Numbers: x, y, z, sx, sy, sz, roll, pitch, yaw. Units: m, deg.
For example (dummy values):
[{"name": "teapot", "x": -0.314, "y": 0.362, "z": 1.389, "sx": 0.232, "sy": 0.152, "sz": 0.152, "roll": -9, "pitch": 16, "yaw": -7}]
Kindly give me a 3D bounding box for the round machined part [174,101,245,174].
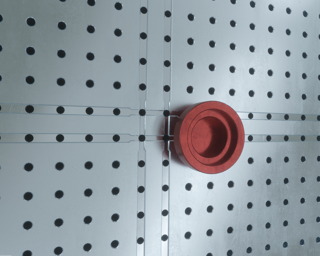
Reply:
[{"name": "round machined part", "x": 0.064, "y": 0.012, "z": 0.429, "sx": 0.099, "sy": 0.042, "sz": 0.097, "roll": 0, "pitch": 90, "yaw": -21}]
